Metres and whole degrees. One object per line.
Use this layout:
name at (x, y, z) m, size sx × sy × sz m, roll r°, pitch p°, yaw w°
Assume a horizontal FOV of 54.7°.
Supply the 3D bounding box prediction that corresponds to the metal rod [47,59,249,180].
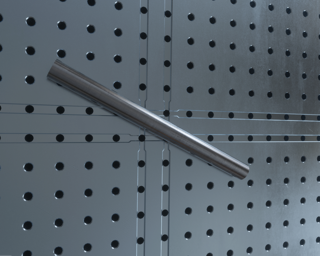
metal rod at (-0.002, -0.003, 0.413) m, size 0.301 × 0.025 × 0.025 m, roll 28°, pitch 81°, yaw -18°
